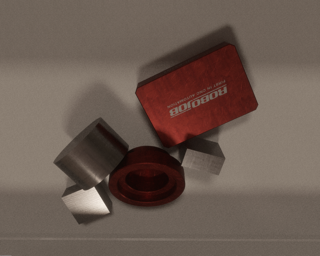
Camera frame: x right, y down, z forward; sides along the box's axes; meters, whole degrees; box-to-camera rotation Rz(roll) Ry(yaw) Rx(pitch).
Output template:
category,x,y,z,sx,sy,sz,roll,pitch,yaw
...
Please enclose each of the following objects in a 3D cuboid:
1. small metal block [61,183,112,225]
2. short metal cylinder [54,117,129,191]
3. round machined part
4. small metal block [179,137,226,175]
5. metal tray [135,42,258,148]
category,x,y,z,sx,sy,sz,roll,pitch,yaw
small metal block,-0.105,0.105,0.449,0.050,0.025,0.050,-23,109,8
short metal cylinder,-0.086,0.032,0.392,0.080,0.080,0.050,-39,105,13
round machined part,-0.017,0.061,0.412,0.099,0.042,0.097,-1,135,-1
small metal block,0.054,0.034,0.412,0.050,0.050,0.025,15,109,-6
metal tray,0.046,-0.041,0.394,0.130,0.030,0.090,-25,109,8
